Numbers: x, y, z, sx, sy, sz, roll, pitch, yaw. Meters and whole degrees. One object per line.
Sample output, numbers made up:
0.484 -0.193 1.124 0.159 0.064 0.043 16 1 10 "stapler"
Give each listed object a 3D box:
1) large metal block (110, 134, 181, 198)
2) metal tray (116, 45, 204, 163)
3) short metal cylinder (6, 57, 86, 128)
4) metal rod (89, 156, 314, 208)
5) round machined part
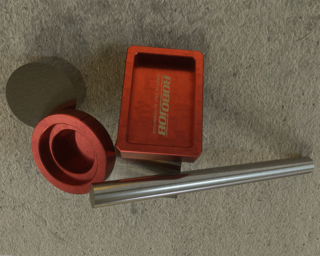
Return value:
-0.018 0.044 0.397 0.081 0.080 0.050 4 110 -2 "large metal block"
0.002 -0.029 0.357 0.091 0.030 0.130 4 70 -2 "metal tray"
-0.137 -0.044 0.380 0.081 0.050 0.079 0 110 -1 "short metal cylinder"
0.069 0.059 0.371 0.303 0.025 0.025 -3 112 -25 "metal rod"
-0.096 0.024 0.362 0.098 0.042 0.097 6 110 18 "round machined part"
